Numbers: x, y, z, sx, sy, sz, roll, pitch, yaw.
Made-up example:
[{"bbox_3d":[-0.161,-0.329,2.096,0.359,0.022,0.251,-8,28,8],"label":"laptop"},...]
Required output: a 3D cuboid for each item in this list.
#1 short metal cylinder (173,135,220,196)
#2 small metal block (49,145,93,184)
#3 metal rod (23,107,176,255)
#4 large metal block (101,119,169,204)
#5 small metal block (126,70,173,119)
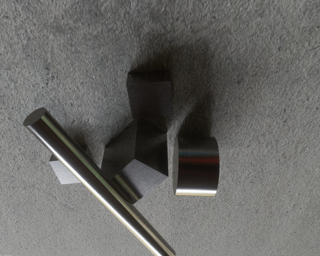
[{"bbox_3d":[0.046,0.050,0.415,0.050,0.080,0.079,2,130,-3],"label":"short metal cylinder"},{"bbox_3d":[-0.125,0.054,0.452,0.050,0.025,0.050,-7,130,5],"label":"small metal block"},{"bbox_3d":[-0.053,0.091,0.378,0.025,0.025,0.299,-20,128,16],"label":"metal rod"},{"bbox_3d":[-0.035,0.044,0.408,0.050,0.080,0.080,32,123,-25],"label":"large metal block"},{"bbox_3d":[-0.011,-0.040,0.373,0.050,0.025,0.050,-4,130,3],"label":"small metal block"}]
